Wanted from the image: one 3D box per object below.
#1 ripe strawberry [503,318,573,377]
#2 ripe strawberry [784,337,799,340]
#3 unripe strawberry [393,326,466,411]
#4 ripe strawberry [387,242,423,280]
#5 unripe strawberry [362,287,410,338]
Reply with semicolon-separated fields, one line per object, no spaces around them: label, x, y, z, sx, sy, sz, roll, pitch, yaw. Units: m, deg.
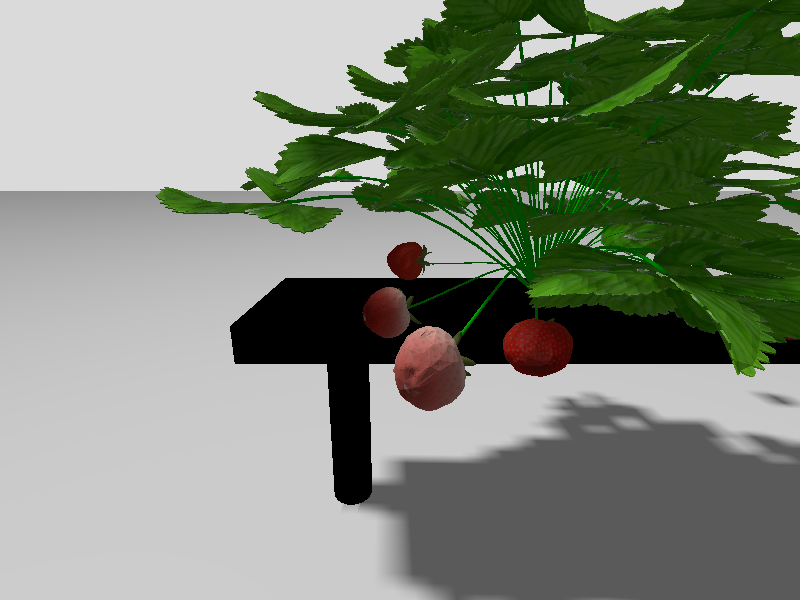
ripe strawberry;0.071;0.026;0.207;0.035;0.032;0.032;6;18;18
ripe strawberry;0.258;0.013;0.257;0.028;0.028;0.031;14;22;37
unripe strawberry;0.011;0.032;0.180;0.033;0.037;0.036;10;20;30
ripe strawberry;0.006;-0.041;0.416;0.038;0.040;0.035;8;19;26
unripe strawberry;-0.010;0.009;0.263;0.032;0.033;0.029;-13;21;-35
